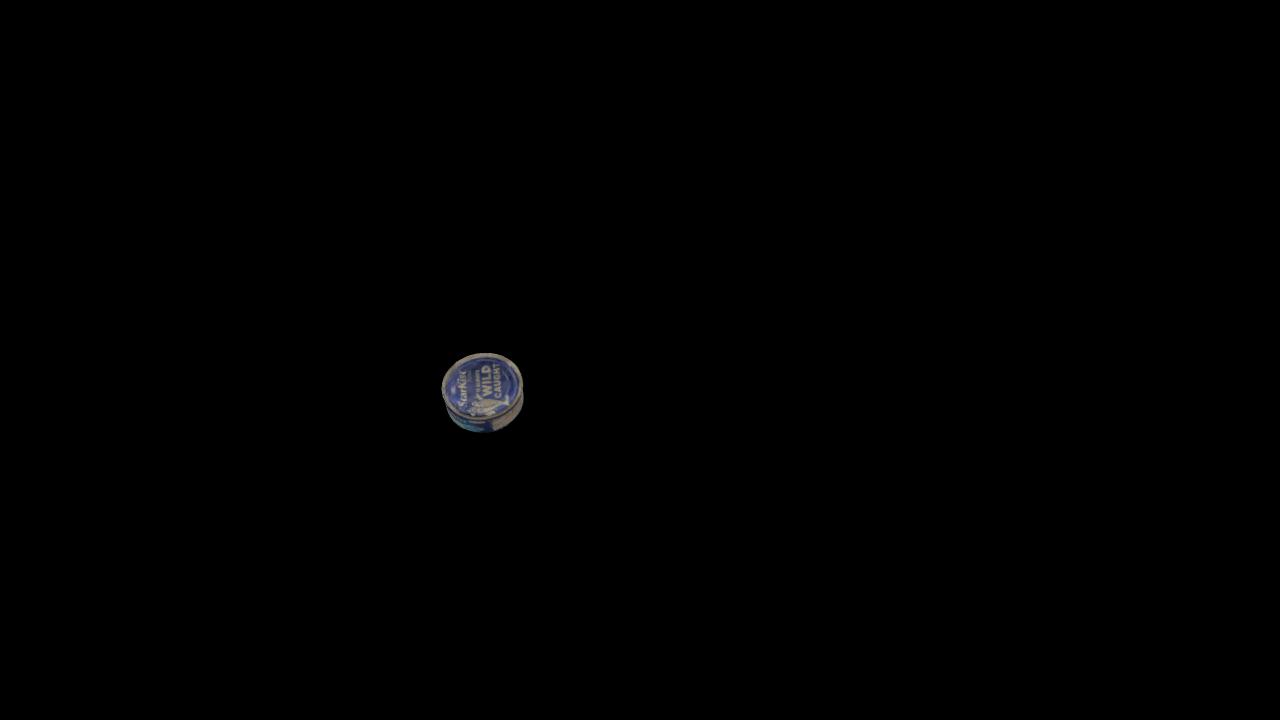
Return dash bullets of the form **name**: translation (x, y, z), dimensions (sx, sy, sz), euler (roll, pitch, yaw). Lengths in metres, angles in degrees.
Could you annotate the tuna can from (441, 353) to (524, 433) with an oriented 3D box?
- **tuna can**: translation (-0.167, 0.035, 0.660), dimensions (0.084, 0.084, 0.034), euler (0, -36, -8)
